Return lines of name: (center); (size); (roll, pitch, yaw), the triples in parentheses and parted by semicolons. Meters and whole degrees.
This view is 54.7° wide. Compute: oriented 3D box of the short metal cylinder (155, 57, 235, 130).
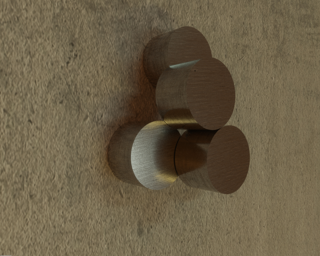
short metal cylinder: (0.042, -0.038, 0.359); (0.081, 0.050, 0.080); (0, 90, -40)

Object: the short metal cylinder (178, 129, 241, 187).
short metal cylinder: (0.073, 0.042, 0.450); (0.081, 0.050, 0.080); (0, 90, -40)

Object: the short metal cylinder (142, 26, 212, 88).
short metal cylinder: (0.024, -0.088, 0.410); (0.081, 0.050, 0.080); (0, 90, -40)

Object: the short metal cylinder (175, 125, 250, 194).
short metal cylinder: (0.065, 0.037, 0.378); (0.081, 0.050, 0.080); (0, 90, -40)

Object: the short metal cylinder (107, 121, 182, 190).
short metal cylinder: (-0.016, 0.031, 0.376); (0.081, 0.050, 0.080); (0, 90, -40)
